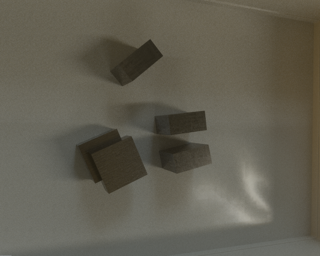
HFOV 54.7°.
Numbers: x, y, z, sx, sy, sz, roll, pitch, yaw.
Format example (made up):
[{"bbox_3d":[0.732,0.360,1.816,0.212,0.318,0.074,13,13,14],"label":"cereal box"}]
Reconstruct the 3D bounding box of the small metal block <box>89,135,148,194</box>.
[{"bbox_3d":[-0.050,0.042,0.367,0.050,0.025,0.050,-25,99,-19],"label":"small metal block"}]

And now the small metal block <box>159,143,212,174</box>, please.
[{"bbox_3d":[0.033,0.038,0.411,0.050,0.050,0.025,-13,95,-20],"label":"small metal block"}]

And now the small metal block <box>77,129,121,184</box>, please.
[{"bbox_3d":[-0.069,0.034,0.386,0.050,0.025,0.050,-25,99,-19],"label":"small metal block"}]

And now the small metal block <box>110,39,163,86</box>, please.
[{"bbox_3d":[-0.030,-0.080,0.387,0.050,0.050,0.025,-42,104,-15],"label":"small metal block"}]

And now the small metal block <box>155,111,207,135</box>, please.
[{"bbox_3d":[0.026,-0.007,0.408,0.050,0.050,0.025,-8,93,-20],"label":"small metal block"}]
